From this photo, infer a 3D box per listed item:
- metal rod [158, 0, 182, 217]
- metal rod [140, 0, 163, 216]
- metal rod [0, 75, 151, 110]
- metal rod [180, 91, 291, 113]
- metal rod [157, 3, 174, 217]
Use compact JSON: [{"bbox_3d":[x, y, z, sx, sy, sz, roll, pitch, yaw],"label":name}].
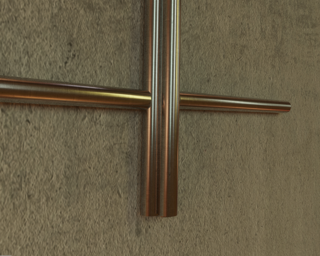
[{"bbox_3d":[0.013,-0.040,0.392,0.025,0.025,0.298,2,89,-40],"label":"metal rod"},{"bbox_3d":[-0.010,-0.039,0.401,0.025,0.025,0.298,2,89,-40],"label":"metal rod"},{"bbox_3d":[-0.134,-0.036,0.294,0.302,0.025,0.025,0,90,-40],"label":"metal rod"},{"bbox_3d":[0.135,-0.040,0.522,0.302,0.025,0.025,-1,91,-40],"label":"metal rod"},{"bbox_3d":[0.009,-0.033,0.417,0.025,0.025,0.298,2,89,-40],"label":"metal rod"}]
